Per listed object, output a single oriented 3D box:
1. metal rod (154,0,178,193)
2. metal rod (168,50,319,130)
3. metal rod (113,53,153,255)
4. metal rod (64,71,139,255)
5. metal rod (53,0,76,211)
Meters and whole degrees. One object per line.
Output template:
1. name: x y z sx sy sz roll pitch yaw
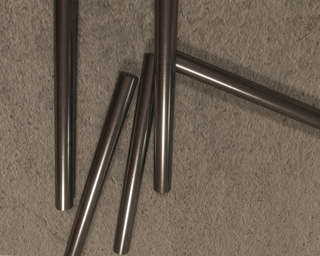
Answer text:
1. metal rod: 0.005 -0.047 0.373 0.025 0.025 0.298 1 118 -1
2. metal rod: 0.154 -0.032 0.400 0.302 0.025 0.025 20 109 -8
3. metal rod: -0.033 0.049 0.427 0.025 0.025 0.298 10 110 -4
4. metal rod: -0.087 0.066 0.432 0.025 0.025 0.298 18 109 -7
5. metal rod: -0.123 -0.027 0.398 0.025 0.025 0.298 6 110 -3
